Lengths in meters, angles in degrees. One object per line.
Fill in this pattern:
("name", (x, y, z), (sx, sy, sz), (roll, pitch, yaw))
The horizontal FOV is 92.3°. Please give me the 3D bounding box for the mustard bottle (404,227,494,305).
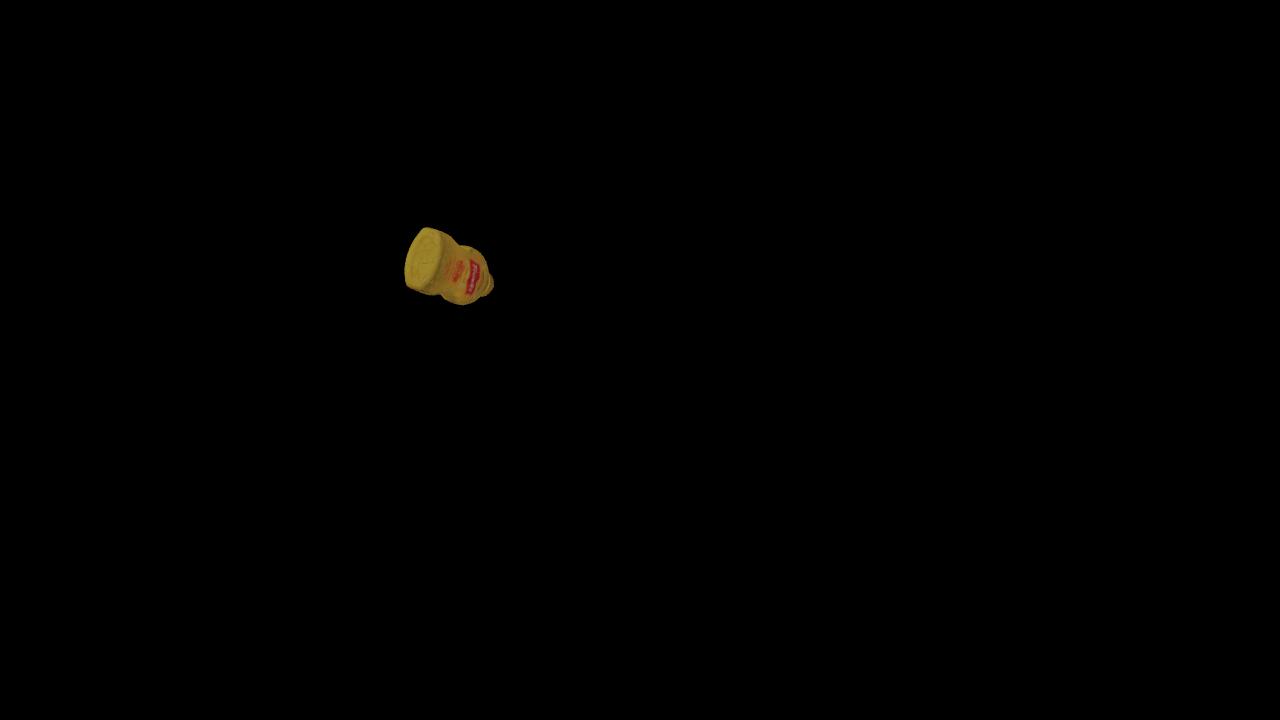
("mustard bottle", (-0.272, -0.130, 0.923), (0.054, 0.092, 0.184), (10, -3, 17))
